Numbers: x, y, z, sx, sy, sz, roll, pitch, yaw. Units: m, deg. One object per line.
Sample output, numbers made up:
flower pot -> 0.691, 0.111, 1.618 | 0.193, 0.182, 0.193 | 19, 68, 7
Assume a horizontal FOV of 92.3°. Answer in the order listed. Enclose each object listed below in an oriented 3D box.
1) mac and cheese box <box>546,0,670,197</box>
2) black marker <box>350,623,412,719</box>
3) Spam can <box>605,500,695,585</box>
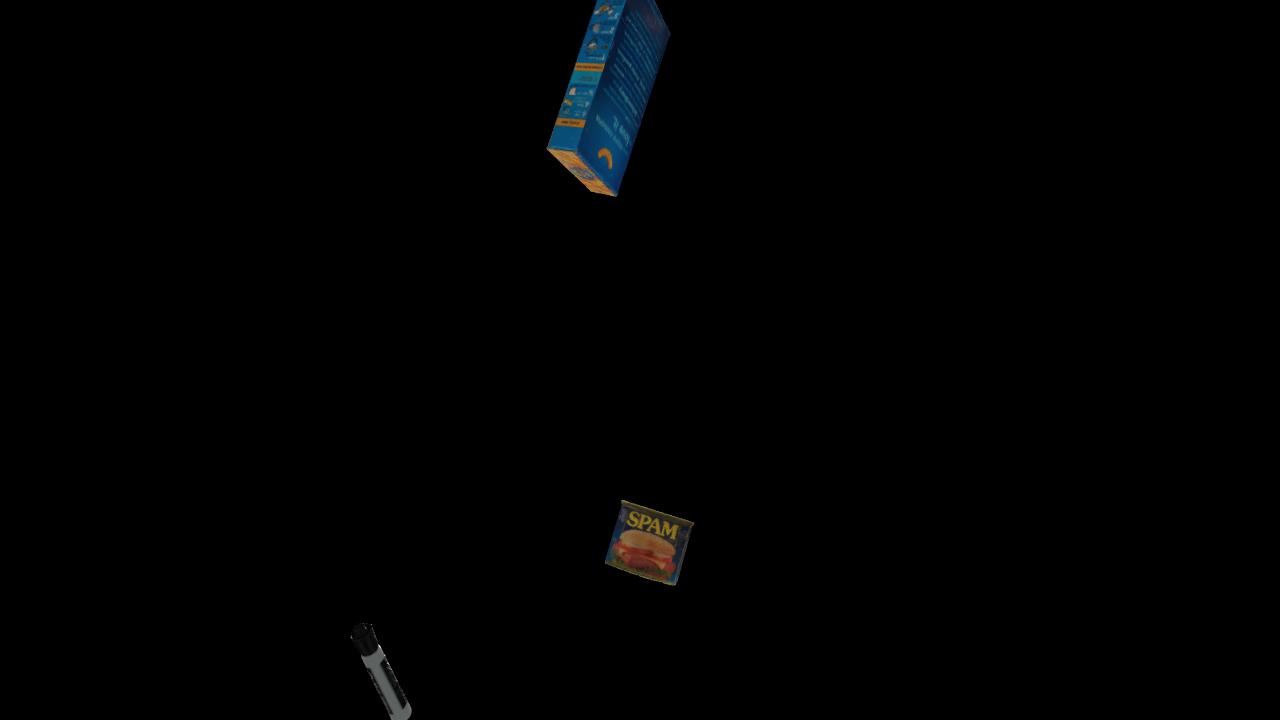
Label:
mac and cheese box -> -0.027, -0.267, 0.601 | 0.041, 0.184, 0.093 | 16, -5, 24
black marker -> -0.234, 0.284, 0.557 | 0.020, 0.121, 0.020 | -7, 26, 3
Spam can -> 0.012, 0.242, 0.817 | 0.101, 0.085, 0.058 | 14, -13, 15
